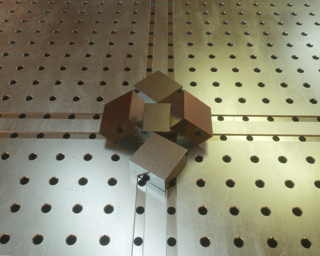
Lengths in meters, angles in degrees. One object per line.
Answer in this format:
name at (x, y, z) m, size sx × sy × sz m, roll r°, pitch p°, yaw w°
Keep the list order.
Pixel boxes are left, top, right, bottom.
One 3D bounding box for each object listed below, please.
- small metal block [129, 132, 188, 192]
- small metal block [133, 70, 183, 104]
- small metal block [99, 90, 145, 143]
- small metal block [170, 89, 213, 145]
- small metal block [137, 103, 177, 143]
small metal block at (-0.001, 0.040, 0.374) m, size 0.050 × 0.025 × 0.050 m, roll 27°, pitch 55°, yaw 22°
small metal block at (-0.003, -0.052, 0.452) m, size 0.050 × 0.025 × 0.050 m, roll -36°, pitch 58°, yaw -27°
small metal block at (-0.049, -0.015, 0.404) m, size 0.050 × 0.025 × 0.050 m, roll -23°, pitch 44°, yaw 29°
small metal block at (0.041, -0.014, 0.402) m, size 0.050 × 0.025 × 0.050 m, roll 30°, pitch 43°, yaw -28°
small metal block at (-0.003, -0.006, 0.413) m, size 0.050 × 0.025 × 0.050 m, roll 1°, pitch 49°, yaw 1°
